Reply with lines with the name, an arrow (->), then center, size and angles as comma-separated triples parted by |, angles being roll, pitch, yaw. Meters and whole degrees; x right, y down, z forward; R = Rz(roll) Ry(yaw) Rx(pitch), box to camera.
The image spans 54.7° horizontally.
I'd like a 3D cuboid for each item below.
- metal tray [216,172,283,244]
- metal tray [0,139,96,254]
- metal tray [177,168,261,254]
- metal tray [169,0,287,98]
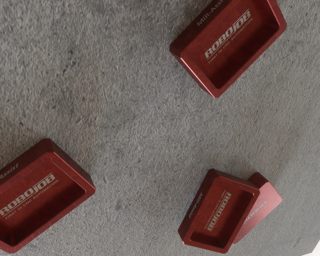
metal tray -> 0.163, 0.154, 0.588 | 0.130, 0.030, 0.090 | -44, 130, 2
metal tray -> -0.156, 0.083, 0.369 | 0.130, 0.030, 0.090 | -37, 129, -4
metal tray -> 0.098, 0.141, 0.519 | 0.091, 0.030, 0.129 | 21, 101, -20
metal tray -> 0.086, -0.112, 0.381 | 0.130, 0.030, 0.090 | -46, 129, 4
